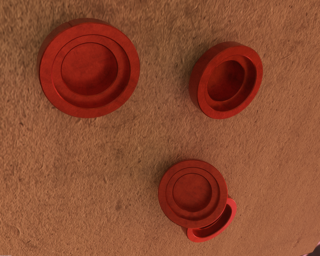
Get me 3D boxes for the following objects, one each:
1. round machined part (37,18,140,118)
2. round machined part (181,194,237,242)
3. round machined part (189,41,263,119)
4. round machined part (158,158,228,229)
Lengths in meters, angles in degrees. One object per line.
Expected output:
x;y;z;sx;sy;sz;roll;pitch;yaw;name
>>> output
-0.074;-0.062;0.317;0.099;0.042;0.097;-14;124;-21;round machined part
0.077;0.143;0.524;0.099;0.042;0.097;-15;126;-22;round machined part
0.080;-0.063;0.400;0.099;0.042;0.097;-14;124;-21;round machined part
0.047;0.094;0.458;0.099;0.042;0.097;0;89;2;round machined part
